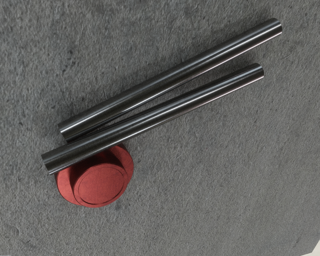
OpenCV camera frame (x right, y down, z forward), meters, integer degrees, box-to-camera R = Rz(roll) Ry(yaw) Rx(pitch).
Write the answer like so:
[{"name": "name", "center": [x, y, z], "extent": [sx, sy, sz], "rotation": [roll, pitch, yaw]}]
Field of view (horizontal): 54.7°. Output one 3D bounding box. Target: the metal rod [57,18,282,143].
[{"name": "metal rod", "center": [0.021, -0.063, 0.379], "extent": [0.302, 0.025, 0.025], "rotation": [-28, 128, -11]}]

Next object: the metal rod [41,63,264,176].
[{"name": "metal rod", "center": [0.006, -0.019, 0.383], "extent": [0.302, 0.025, 0.025], "rotation": [-25, 128, -19]}]

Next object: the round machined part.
[{"name": "round machined part", "center": [-0.079, 0.061, 0.391], "extent": [0.099, 0.042, 0.097], "rotation": [-14, 124, -21]}]
